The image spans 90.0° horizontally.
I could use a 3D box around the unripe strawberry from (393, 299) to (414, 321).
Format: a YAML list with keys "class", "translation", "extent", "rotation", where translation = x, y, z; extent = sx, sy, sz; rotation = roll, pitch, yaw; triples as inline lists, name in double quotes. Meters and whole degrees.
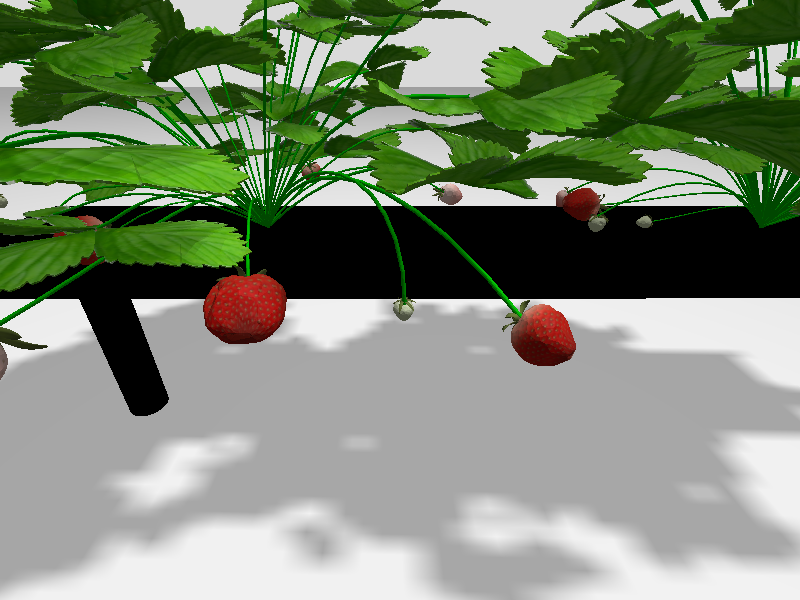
- class: "unripe strawberry"
  translation: [0.002, 0.006, 0.211]
  extent: [0.011, 0.011, 0.011]
  rotation: [-20, 35, -31]

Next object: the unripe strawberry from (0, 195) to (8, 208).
- class: "unripe strawberry"
  translation: [-0.355, -0.087, 0.355]
  extent: [0.011, 0.011, 0.011]
  rotation: [0, 30, 0]

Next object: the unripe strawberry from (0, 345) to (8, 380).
- class: "unripe strawberry"
  translation: [-0.191, 0.024, 0.159]
  extent: [0.042, 0.048, 0.046]
  rotation: [9, 31, 15]

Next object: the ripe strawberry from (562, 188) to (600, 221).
- class: "ripe strawberry"
  translation: [0.168, -0.090, 0.375]
  extent: [0.031, 0.030, 0.034]
  rotation: [3, 30, 6]

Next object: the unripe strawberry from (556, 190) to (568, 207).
- class: "unripe strawberry"
  translation: [0.169, -0.105, 0.416]
  extent: [0.017, 0.017, 0.019]
  rotation: [39, 36, 0]

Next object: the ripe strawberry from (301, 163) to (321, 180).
- class: "ripe strawberry"
  translation: [-0.113, -0.163, 0.514]
  extent: [0.025, 0.021, 0.025]
  rotation: [1, -19, 2]

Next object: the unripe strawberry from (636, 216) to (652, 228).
- class: "unripe strawberry"
  translation: [0.220, -0.070, 0.361]
  extent: [0.012, 0.010, 0.012]
  rotation: [-1, 30, -1]

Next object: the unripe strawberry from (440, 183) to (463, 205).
- class: "unripe strawberry"
  translation: [0.054, -0.111, 0.421]
  extent: [0.025, 0.022, 0.025]
  rotation: [5, 25, -27]

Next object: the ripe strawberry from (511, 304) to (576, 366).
- class: "ripe strawberry"
  translation: [0.070, 0.018, 0.192]
  extent: [0.027, 0.029, 0.029]
  rotation: [-26, 53, -38]

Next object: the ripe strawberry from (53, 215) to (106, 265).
- class: "ripe strawberry"
  translation: [-0.227, -0.042, 0.286]
  extent: [0.033, 0.035, 0.031]
  rotation: [-22, 36, -31]

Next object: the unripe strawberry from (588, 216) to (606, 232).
- class: "unripe strawberry"
  translation: [0.173, -0.067, 0.352]
  extent: [0.014, 0.014, 0.013]
  rotation: [5, 29, -8]

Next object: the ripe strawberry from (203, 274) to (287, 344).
- class: "ripe strawberry"
  translation: [-0.077, 0.007, 0.200]
  extent: [0.041, 0.036, 0.037]
  rotation: [-7, 36, -12]
